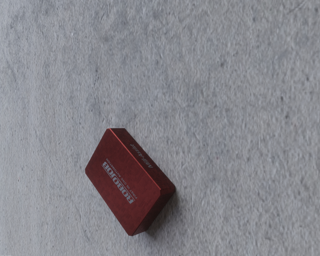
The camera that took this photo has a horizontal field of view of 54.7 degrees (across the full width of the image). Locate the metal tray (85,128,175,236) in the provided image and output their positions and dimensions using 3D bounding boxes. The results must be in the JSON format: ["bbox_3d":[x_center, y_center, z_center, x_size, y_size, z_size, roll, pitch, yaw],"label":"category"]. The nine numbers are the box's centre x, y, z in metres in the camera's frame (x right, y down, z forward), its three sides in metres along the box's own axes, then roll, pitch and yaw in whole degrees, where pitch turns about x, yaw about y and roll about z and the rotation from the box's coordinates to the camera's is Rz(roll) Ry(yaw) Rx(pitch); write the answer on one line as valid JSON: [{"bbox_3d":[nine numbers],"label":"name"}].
[{"bbox_3d":[-0.048,0.072,0.439,0.130,0.030,0.089,46,117,29],"label":"metal tray"}]
